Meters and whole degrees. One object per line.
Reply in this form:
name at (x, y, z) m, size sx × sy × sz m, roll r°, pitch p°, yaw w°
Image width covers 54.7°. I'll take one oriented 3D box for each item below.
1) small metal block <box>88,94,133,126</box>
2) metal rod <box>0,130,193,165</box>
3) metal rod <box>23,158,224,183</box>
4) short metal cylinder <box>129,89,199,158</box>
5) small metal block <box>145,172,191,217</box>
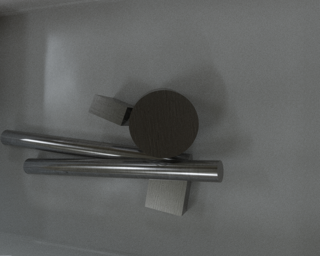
small metal block at (-0.058, -0.023, 0.417) m, size 0.050 × 0.050 × 0.025 m, roll 22°, pitch 97°, yaw 18°
metal rod at (-0.103, 0.030, 0.445) m, size 0.301 × 0.025 × 0.025 m, roll 6°, pitch 92°, yaw 19°
metal rod at (-0.067, 0.054, 0.413) m, size 0.301 × 0.025 × 0.025 m, roll -2°, pitch 89°, yaw 26°
short metal cylinder at (0.004, -0.008, 0.381) m, size 0.081 × 0.050 × 0.079 m, roll 0°, pitch 100°, yaw -1°
small metal block at (0.012, 0.082, 0.406) m, size 0.050 × 0.025 × 0.050 m, roll 10°, pitch 93°, yaw 19°
